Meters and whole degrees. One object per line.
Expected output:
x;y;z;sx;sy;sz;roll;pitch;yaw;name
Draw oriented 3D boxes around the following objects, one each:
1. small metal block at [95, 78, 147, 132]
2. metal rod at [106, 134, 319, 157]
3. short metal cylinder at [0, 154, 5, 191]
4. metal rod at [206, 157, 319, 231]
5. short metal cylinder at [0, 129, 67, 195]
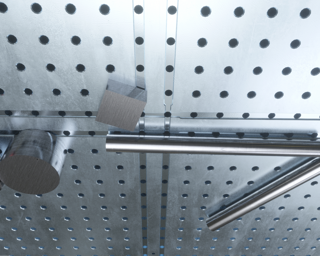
-0.048;-0.028;0.387;0.050;0.025;0.050;17;128;-15;small metal block
0.078;0.025;0.434;0.302;0.025;0.025;2;130;-2;metal rod
-0.256;0.058;0.421;0.080;0.080;0.050;-5;130;3;short metal cylinder
0.194;0.092;0.492;0.025;0.025;0.299;35;122;-26;metal rod
-0.176;0.048;0.433;0.081;0.050;0.079;-1;130;-1;short metal cylinder
